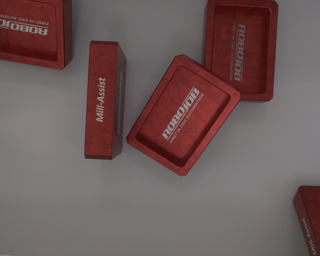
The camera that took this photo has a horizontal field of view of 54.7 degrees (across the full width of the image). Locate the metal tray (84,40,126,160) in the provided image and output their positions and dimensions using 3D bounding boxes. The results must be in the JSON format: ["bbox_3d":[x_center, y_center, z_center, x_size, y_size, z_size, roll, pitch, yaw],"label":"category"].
[{"bbox_3d":[-0.064,-0.031,0.378,0.030,0.090,0.129,3,90,0],"label":"metal tray"}]

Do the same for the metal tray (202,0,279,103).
[{"bbox_3d":[0.103,-0.101,0.409,0.091,0.030,0.129,3,90,0],"label":"metal tray"}]

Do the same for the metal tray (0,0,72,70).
[{"bbox_3d":[-0.178,-0.129,0.385,0.131,0.030,0.089,10,123,0],"label":"metal tray"}]

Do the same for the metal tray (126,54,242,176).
[{"bbox_3d":[0.028,-0.015,0.388,0.090,0.030,0.129,32,109,0],"label":"metal tray"}]

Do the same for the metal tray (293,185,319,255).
[{"bbox_3d":[0.221,0.129,0.364,0.091,0.130,0.030,2,130,3],"label":"metal tray"}]
